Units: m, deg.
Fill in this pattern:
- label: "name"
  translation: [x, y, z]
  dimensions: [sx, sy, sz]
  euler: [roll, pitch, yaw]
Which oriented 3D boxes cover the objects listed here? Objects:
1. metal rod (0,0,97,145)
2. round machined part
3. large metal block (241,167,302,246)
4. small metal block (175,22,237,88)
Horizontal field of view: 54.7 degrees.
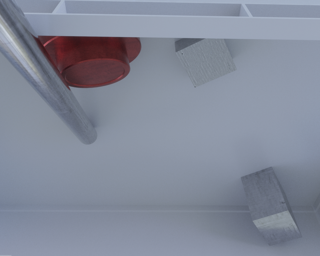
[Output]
- label: "metal rod"
  translation: [-0.093, -0.032, 0.277]
  dimensions: [0.025, 0.025, 0.299]
  euler: [1, 163, -1]
- label: "round machined part"
  translation: [-0.066, -0.071, 0.303]
  dimensions: [0.099, 0.042, 0.098]
  euler: [-11, 169, -2]
- label: "large metal block"
  translation: [0.171, 0.121, 0.479]
  dimensions: [0.050, 0.080, 0.080]
  euler: [-24, 127, 18]
- label: "small metal block"
  translation: [0.050, -0.080, 0.342]
  dimensions: [0.050, 0.025, 0.050]
  euler: [-22, 127, 17]
